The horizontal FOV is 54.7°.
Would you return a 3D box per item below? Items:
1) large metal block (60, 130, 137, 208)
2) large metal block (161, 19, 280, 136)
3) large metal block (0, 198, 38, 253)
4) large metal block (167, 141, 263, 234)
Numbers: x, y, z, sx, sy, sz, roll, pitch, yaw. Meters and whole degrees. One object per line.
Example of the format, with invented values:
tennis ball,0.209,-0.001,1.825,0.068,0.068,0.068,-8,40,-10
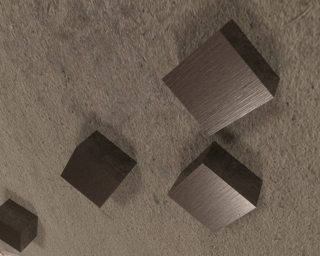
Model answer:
large metal block,-0.095,0.064,0.478,0.080,0.050,0.080,39,129,1
large metal block,0.064,-0.051,0.325,0.080,0.050,0.080,49,128,-7
large metal block,-0.325,0.218,0.693,0.080,0.050,0.079,28,128,10
large metal block,0.070,0.078,0.401,0.080,0.050,0.080,40,129,0
